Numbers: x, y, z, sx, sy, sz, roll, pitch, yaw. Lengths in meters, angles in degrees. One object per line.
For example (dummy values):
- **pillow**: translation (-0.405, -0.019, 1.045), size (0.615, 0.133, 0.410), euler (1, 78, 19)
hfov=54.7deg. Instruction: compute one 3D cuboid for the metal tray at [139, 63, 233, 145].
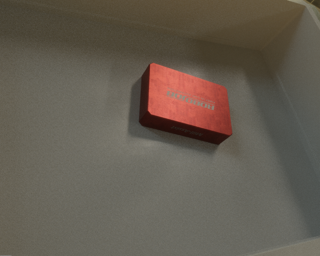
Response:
- **metal tray**: translation (0.038, -0.034, 0.445), size (0.131, 0.030, 0.090), euler (14, 56, -21)
